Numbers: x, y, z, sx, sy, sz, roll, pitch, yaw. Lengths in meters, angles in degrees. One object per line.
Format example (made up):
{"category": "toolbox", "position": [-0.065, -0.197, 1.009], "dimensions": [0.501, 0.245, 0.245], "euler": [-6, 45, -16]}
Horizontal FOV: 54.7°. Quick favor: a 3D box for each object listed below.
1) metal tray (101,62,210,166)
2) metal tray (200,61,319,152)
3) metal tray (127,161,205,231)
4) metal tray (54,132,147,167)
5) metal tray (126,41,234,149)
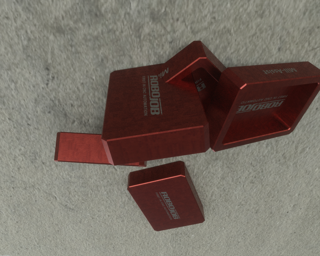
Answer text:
{"category": "metal tray", "position": [-0.007, -0.022, 0.314], "dimensions": [0.091, 0.130, 0.030], "euler": [-8, 127, 1]}
{"category": "metal tray", "position": [0.115, -0.025, 0.347], "dimensions": [0.131, 0.030, 0.089], "euler": [-10, 136, -28]}
{"category": "metal tray", "position": [0.013, 0.114, 0.502], "dimensions": [0.090, 0.030, 0.130], "euler": [-15, 129, 12]}
{"category": "metal tray", "position": [-0.062, 0.029, 0.373], "dimensions": [0.091, 0.030, 0.130], "euler": [3, 173, -1]}
{"category": "metal tray", "position": [0.021, -0.031, 0.364], "dimensions": [0.130, 0.030, 0.090], "euler": [-33, 135, 26]}
